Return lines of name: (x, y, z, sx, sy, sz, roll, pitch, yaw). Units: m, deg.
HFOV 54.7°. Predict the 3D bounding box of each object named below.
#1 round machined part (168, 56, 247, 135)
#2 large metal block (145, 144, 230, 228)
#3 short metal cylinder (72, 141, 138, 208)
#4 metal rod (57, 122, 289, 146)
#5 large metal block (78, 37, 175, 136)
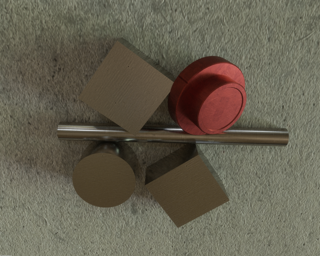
round machined part: (0.062, -0.031, 0.366, 0.099, 0.042, 0.097, -17, 130, -22)
large metal block: (0.036, 0.076, 0.426, 0.080, 0.050, 0.080, -31, 108, 10)
short metal cylinder: (-0.071, 0.059, 0.418, 0.081, 0.050, 0.079, 0, 110, -1)
metal rod: (0.018, 0.008, 0.415, 0.302, 0.025, 0.025, 2, 110, -1)
large metal block: (-0.038, -0.051, 0.376, 0.080, 0.050, 0.080, 35, 106, -12)
